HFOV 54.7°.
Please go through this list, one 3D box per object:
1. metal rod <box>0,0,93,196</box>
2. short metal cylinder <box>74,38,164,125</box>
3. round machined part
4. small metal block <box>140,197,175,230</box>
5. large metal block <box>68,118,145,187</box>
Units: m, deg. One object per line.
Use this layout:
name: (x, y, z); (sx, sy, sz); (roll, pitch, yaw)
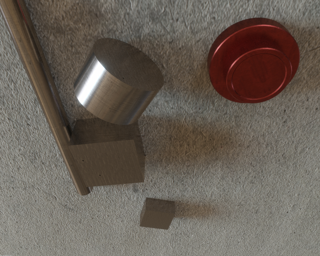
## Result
metal rod: (-0.132, -0.017, 0.390); (0.025, 0.025, 0.298); (-4, 130, 3)
short metal cylinder: (-0.043, -0.050, 0.328); (0.080, 0.080, 0.050); (25, 126, -20)
round machined part: (0.104, -0.066, 0.342); (0.099, 0.042, 0.097); (-1, 130, 0)
small metal block: (-0.005, 0.148, 0.534); (0.050, 0.025, 0.050); (10, 129, -9)
large metal block: (-0.066, 0.031, 0.417); (0.080, 0.050, 0.080); (-6, 130, 4)
